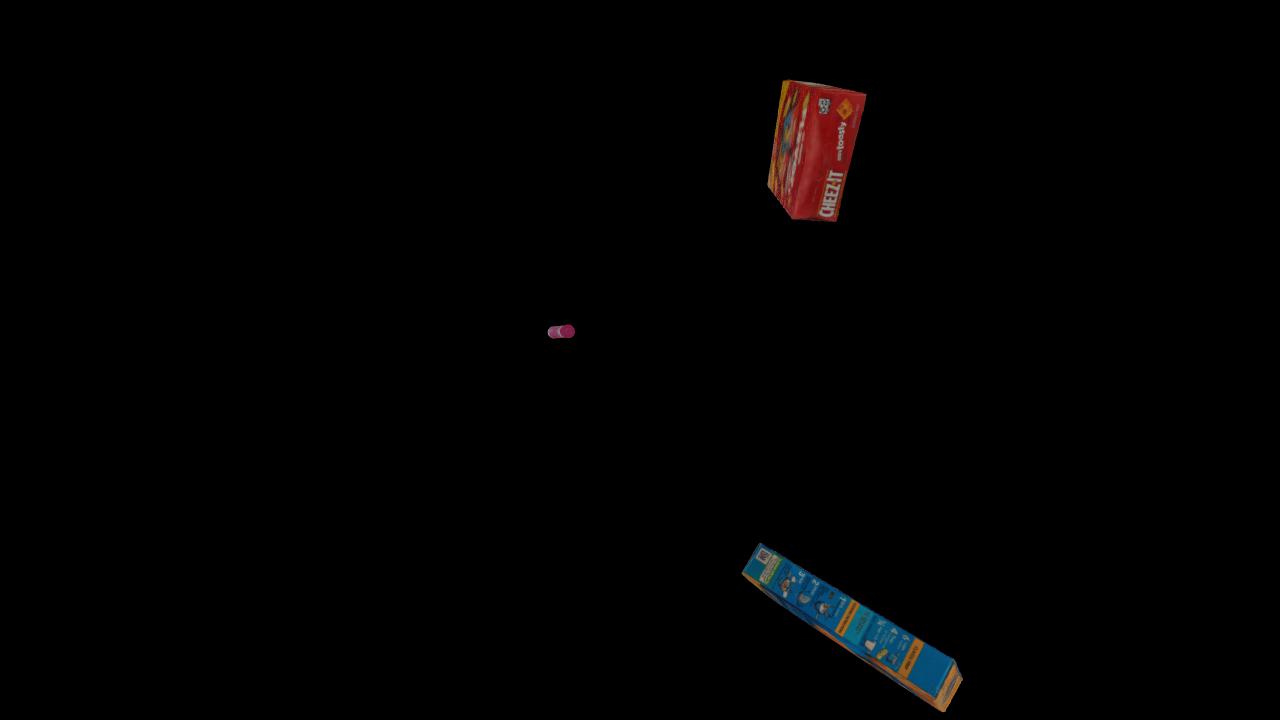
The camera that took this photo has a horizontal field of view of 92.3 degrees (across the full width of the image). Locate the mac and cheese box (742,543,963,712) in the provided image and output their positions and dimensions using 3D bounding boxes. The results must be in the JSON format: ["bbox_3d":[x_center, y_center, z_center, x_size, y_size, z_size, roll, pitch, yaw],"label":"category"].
[{"bbox_3d":[0.189,0.240,0.561,0.184,0.041,0.093,24,-19,40],"label":"mac and cheese box"}]

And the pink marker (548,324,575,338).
[{"bbox_3d":[-0.115,-0.041,0.894,0.020,0.020,0.121,0,2,-18],"label":"pink marker"}]

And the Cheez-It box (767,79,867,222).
[{"bbox_3d":[0.245,-0.310,0.892,0.071,0.166,0.223,4,27,-1],"label":"Cheez-It box"}]
